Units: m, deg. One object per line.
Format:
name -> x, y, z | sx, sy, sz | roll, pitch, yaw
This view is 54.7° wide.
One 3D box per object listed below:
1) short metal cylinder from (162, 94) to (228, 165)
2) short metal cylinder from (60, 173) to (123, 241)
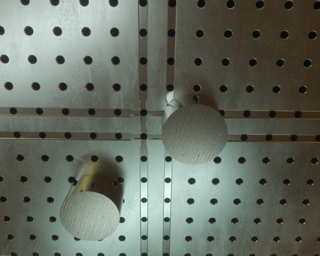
short metal cylinder -> 0.042, 0.001, 0.401 | 0.081, 0.050, 0.079 | 0, 110, 0
short metal cylinder -> -0.095, 0.111, 0.440 | 0.081, 0.050, 0.079 | 0, 110, 0
